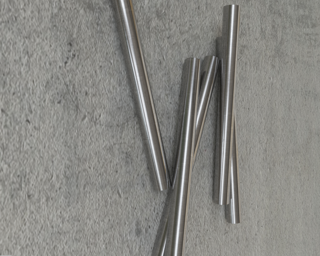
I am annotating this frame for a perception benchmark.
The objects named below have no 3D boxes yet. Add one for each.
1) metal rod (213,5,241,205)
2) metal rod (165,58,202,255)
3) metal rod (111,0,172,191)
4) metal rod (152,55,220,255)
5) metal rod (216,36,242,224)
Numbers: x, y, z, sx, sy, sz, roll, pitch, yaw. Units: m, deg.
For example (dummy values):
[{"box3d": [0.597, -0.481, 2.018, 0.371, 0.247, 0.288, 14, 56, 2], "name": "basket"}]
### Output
[{"box3d": [0.102, -0.031, 0.474, 0.025, 0.025, 0.298, -3, 98, -40], "name": "metal rod"}, {"box3d": [0.031, 0.048, 0.411, 0.025, 0.025, 0.299, 18, 72, -39], "name": "metal rod"}, {"box3d": [-0.027, -0.066, 0.383, 0.025, 0.025, 0.298, -20, 103, -38], "name": "metal rod"}, {"box3d": [0.040, 0.036, 0.440, 0.025, 0.025, 0.299, 26, 74, -38], "name": "metal rod"}, {"box3d": [0.112, 0.005, 0.501, 0.025, 0.025, 0.298, -7, 95, -40], "name": "metal rod"}]
